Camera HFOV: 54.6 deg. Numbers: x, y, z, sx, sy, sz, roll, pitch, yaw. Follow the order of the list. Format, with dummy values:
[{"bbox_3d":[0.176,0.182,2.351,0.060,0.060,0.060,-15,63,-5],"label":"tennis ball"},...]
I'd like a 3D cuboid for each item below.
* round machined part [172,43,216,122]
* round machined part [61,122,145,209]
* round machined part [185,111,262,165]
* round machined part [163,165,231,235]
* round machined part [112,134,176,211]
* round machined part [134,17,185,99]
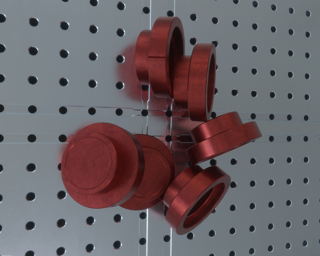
[{"bbox_3d":[0.044,-0.058,0.394,0.042,0.098,0.098,5,88,15],"label":"round machined part"},{"bbox_3d":[-0.070,0.041,0.350,0.098,0.042,0.098,-4,77,18],"label":"round machined part"},{"bbox_3d":[0.078,0.011,0.405,0.099,0.098,0.042,-19,79,-19],"label":"round machined part"},{"bbox_3d":[0.043,0.087,0.401,0.098,0.098,0.042,-40,59,-15],"label":"round machined part"},{"bbox_3d":[-0.025,0.057,0.394,0.099,0.042,0.097,0,90,-20],"label":"round machined part"},{"bbox_3d":[0.000,-0.086,0.383,0.042,0.098,0.098,5,88,15],"label":"round machined part"}]
